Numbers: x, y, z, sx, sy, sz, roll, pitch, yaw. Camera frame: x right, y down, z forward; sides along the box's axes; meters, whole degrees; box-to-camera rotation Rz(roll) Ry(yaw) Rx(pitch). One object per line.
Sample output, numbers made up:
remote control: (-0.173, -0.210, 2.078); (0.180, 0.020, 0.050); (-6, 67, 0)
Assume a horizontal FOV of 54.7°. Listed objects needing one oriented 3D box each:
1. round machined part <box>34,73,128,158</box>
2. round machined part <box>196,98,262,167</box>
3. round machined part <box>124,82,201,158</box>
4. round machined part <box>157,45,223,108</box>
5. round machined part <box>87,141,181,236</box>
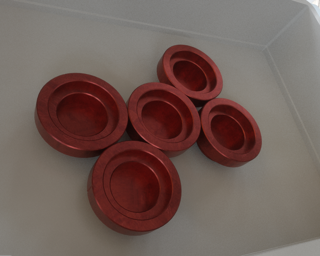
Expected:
round machined part: (-0.089, -0.011, 0.350); (0.099, 0.042, 0.098); (14, 56, -21)
round machined part: (0.089, 0.010, 0.433); (0.099, 0.042, 0.098); (14, 56, -21)
round machined part: (-0.001, -0.006, 0.394); (0.099, 0.042, 0.098); (14, 56, -21)
round machined part: (0.040, -0.071, 0.456); (0.099, 0.042, 0.098); (14, 56, -21)
round machined part: (-0.030, 0.066, 0.334); (0.099, 0.042, 0.098); (14, 56, -21)
